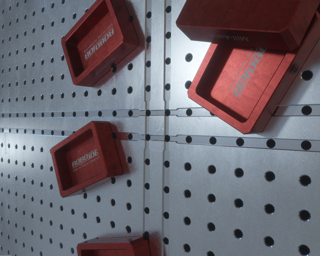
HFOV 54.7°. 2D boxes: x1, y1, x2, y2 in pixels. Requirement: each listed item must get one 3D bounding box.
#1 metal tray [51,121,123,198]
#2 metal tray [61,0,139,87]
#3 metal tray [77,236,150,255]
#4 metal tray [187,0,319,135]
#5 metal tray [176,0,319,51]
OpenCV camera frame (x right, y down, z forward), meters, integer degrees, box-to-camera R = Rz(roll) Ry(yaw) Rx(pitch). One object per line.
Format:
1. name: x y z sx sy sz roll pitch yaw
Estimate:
1. metal tray: -0.124 0.053 0.505 0.130 0.030 0.090 -28 73 36
2. metal tray: -0.099 -0.134 0.484 0.130 0.030 0.090 -31 71 35
3. metal tray: -0.068 0.212 0.459 0.130 0.030 0.090 -19 78 38
4. metal tray: 0.095 -0.069 0.326 0.090 0.030 0.129 39 113 33
5. metal tray: 0.086 -0.129 0.305 0.130 0.030 0.090 23 85 45
